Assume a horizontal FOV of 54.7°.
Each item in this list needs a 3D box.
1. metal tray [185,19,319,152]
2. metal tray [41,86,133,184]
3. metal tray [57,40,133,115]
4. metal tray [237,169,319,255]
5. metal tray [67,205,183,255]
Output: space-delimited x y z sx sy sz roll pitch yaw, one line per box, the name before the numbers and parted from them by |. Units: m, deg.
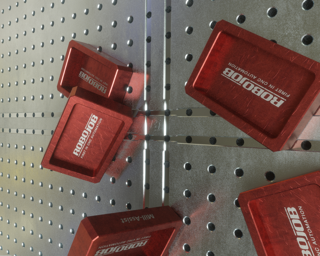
metal tray | 0.097 -0.047 0.324 0.130 0.030 0.089 39 114 32
metal tray | -0.106 0.014 0.449 0.129 0.091 0.030 -59 21 25
metal tray | -0.108 -0.076 0.492 0.130 0.030 0.089 34 111 34
metal tray | 0.139 0.112 0.290 0.090 0.030 0.129 -28 73 36
metal tray | -0.042 0.143 0.372 0.030 0.131 0.089 41 115 42
